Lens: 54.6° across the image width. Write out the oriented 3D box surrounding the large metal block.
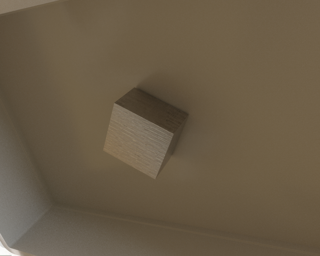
[{"bbox_3d":[-0.020,0.007,0.403,0.080,0.050,0.079,28,127,10],"label":"large metal block"}]
